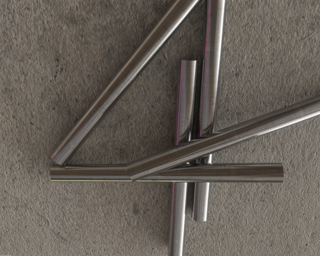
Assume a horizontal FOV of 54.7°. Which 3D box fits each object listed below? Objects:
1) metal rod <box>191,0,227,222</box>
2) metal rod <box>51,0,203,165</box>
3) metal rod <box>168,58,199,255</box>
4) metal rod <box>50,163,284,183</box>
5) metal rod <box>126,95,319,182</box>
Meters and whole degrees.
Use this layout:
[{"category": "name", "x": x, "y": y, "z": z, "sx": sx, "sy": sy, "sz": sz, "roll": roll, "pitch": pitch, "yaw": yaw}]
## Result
[{"category": "metal rod", "x": 0.061, "y": -0.009, "z": 0.406, "sx": 0.025, "sy": 0.025, "sz": 0.298, "roll": 1, "pitch": 110, "yaw": -1}, {"category": "metal rod", "x": -0.041, "y": -0.065, "z": 0.385, "sx": 0.025, "sy": 0.025, "sz": 0.299, "roll": 39, "pitch": 105, "yaw": -13}, {"category": "metal rod", "x": 0.030, "y": 0.056, "z": 0.430, "sx": 0.025, "sy": 0.025, "sz": 0.298, "roll": 2, "pitch": 110, "yaw": -1}, {"category": "metal rod", "x": 0.002, "y": 0.059, "z": 0.407, "sx": 0.301, "sy": 0.025, "sz": 0.025, "roll": -1, "pitch": 111, "yaw": 9}, {"category": "metal rod", "x": 0.105, "y": 0.006, "z": 0.391, "sx": 0.302, "sy": 0.025, "sz": 0.025, "roll": -19, "pitch": 109, "yaw": -2}]
